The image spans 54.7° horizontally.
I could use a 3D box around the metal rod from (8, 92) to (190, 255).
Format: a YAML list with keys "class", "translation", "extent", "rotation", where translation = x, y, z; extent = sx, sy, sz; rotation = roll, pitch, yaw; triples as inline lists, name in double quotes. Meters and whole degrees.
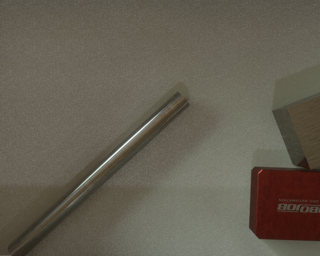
- class: "metal rod"
  translation: [-0.080, 0.062, 0.410]
  extent: [0.300, 0.025, 0.025]
  rotation: [-42, 91, -1]

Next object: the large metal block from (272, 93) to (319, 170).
- class: "large metal block"
  translation: [0.206, -0.001, 0.402]
  extent: [0.080, 0.050, 0.080]
  rotation: [-21, 90, -1]

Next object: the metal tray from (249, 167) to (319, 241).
- class: "metal tray"
  translation: [0.189, 0.100, 0.412]
  extent: [0.131, 0.030, 0.089]
  rotation: [2, 90, -1]
